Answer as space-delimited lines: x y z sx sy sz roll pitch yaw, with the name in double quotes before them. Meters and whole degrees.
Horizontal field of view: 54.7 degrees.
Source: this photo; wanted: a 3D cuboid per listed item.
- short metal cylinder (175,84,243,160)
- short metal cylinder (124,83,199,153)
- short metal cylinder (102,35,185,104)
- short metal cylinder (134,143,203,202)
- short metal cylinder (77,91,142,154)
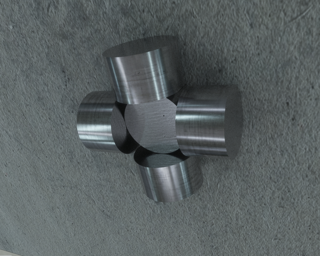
"short metal cylinder" 0.056 -0.007 0.338 0.050 0.080 0.079 2 119 27
"short metal cylinder" 0.004 -0.016 0.379 0.080 0.050 0.079 13 124 20
"short metal cylinder" -0.017 -0.066 0.339 0.080 0.080 0.050 2 120 27
"short metal cylinder" 0.012 0.049 0.395 0.080 0.080 0.050 1 118 27
"short metal cylinder" -0.060 -0.008 0.398 0.050 0.080 0.079 2 119 27
